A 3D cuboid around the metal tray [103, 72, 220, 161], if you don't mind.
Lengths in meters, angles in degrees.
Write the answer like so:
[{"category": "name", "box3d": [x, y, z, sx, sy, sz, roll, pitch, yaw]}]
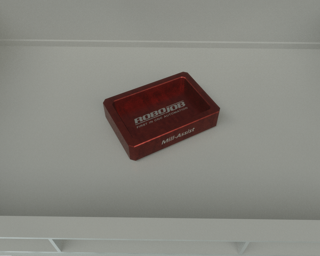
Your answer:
[{"category": "metal tray", "box3d": [0.002, -0.021, 0.415, 0.131, 0.030, 0.090, -22, 54, -18]}]
